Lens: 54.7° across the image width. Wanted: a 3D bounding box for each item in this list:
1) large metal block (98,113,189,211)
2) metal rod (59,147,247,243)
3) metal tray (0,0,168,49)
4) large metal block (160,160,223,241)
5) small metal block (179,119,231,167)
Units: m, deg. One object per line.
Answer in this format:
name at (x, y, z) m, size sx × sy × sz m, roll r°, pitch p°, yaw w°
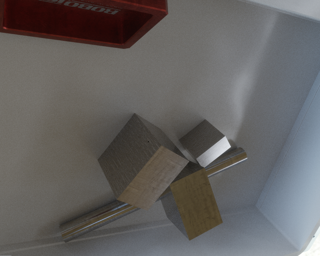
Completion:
large metal block at (-0.024, 0.041, 0.387) m, size 0.050 × 0.080 × 0.080 m, roll 33°, pitch 100°, yaw -39°
metal rod at (0.001, 0.095, 0.469) m, size 0.302 × 0.025 × 0.025 m, roll -21°, pitch 127°, yaw -16°
metal tray at (-0.070, -0.104, 0.263) m, size 0.131 × 0.090 × 0.030 m, roll 0°, pitch 83°, yaw -29°
large metal block at (0.033, 0.092, 0.424) m, size 0.050 × 0.080 × 0.080 m, roll -23°, pitch 102°, yaw -16°
small metal block at (0.063, 0.022, 0.443) m, size 0.050 × 0.050 × 0.025 m, roll -38°, pitch 130°, yaw -3°
